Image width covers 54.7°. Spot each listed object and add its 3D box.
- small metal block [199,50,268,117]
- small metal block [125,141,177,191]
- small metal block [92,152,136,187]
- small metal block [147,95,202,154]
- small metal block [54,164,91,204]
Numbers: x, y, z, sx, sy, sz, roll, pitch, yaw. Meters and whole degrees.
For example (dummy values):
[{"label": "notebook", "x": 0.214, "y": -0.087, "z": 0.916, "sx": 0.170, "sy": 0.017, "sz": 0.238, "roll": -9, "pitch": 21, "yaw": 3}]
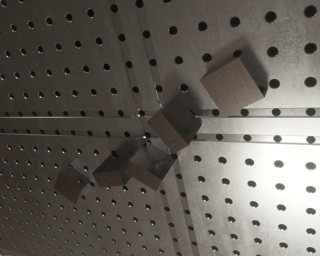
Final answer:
[{"label": "small metal block", "x": 0.081, "y": -0.048, "z": 0.339, "sx": 0.050, "sy": 0.025, "sz": 0.050, "roll": -27, "pitch": 104, "yaw": 37}, {"label": "small metal block", "x": -0.012, "y": 0.052, "z": 0.432, "sx": 0.050, "sy": 0.050, "sz": 0.025, "roll": 30, "pitch": 128, "yaw": 8}, {"label": "small metal block", "x": -0.064, "y": 0.062, "z": 0.466, "sx": 0.050, "sy": 0.050, "sz": 0.025, "roll": -10, "pitch": 113, "yaw": 32}, {"label": "small metal block", "x": 0.019, "y": -0.005, "z": 0.381, "sx": 0.025, "sy": 0.050, "sz": 0.050, "roll": -33, "pitch": 100, "yaw": 38}, {"label": "small metal block", "x": -0.158, "y": 0.101, "z": 0.554, "sx": 0.050, "sy": 0.025, "sz": 0.050, "roll": 34, "pitch": 129, "yaw": 5}]
